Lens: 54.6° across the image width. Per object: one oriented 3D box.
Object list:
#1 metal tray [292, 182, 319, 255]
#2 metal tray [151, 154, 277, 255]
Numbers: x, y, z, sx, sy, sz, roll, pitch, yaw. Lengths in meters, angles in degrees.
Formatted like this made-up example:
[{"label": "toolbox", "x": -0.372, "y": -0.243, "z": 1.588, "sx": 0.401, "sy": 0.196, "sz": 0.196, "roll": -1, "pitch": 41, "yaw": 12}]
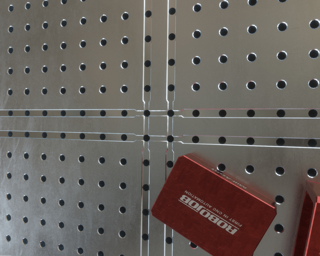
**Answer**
[{"label": "metal tray", "x": 0.160, "y": 0.128, "z": 0.321, "sx": 0.030, "sy": 0.090, "sz": 0.129, "roll": 11, "pitch": 94, "yaw": 20}, {"label": "metal tray", "x": 0.065, "y": 0.101, "z": 0.387, "sx": 0.130, "sy": 0.030, "sz": 0.090, "roll": 29, "pitch": 100, "yaw": 17}]
